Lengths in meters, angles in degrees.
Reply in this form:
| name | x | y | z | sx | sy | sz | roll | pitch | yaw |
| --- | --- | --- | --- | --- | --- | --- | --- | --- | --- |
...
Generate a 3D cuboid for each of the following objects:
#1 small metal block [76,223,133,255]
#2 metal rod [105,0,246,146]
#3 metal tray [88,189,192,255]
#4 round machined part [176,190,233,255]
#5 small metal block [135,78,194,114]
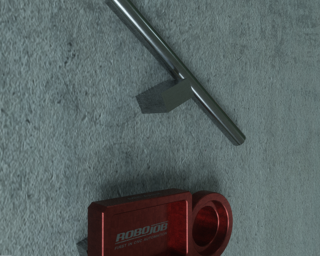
| name | x | y | z | sx | sy | sz | roll | pitch | yaw |
| --- | --- | --- | --- | --- | --- | --- | --- | --- | --- |
| small metal block | -0.061 | 0.145 | 0.355 | 0.050 | 0.025 | 0.050 | -23 | 105 | -38 |
| metal rod | 0.039 | -0.067 | 0.439 | 0.300 | 0.025 | 0.025 | 43 | 64 | -32 |
| metal tray | -0.018 | 0.123 | 0.356 | 0.131 | 0.030 | 0.089 | 1 | 89 | -42 |
| round machined part | 0.058 | 0.138 | 0.445 | 0.099 | 0.042 | 0.097 | 0 | 90 | -40 |
| small metal block | 0.006 | -0.041 | 0.396 | 0.050 | 0.050 | 0.025 | -34 | 111 | -35 |
